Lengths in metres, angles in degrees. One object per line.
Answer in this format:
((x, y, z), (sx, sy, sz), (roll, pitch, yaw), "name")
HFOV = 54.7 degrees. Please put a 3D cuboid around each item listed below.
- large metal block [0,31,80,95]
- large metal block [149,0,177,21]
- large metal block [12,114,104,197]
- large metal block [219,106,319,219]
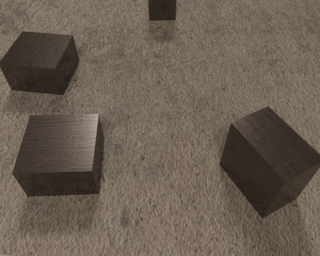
((-0.178, -0.099, 0.468), (0.080, 0.050, 0.080), (6, 50, 4), "large metal block")
((0.003, -0.262, 0.588), (0.050, 0.080, 0.080), (-2, 50, -2), "large metal block")
((-0.111, 0.031, 0.360), (0.081, 0.050, 0.080), (-2, 50, -2), "large metal block")
((0.115, 0.038, 0.337), (0.050, 0.080, 0.080), (-23, 54, -18), "large metal block")
